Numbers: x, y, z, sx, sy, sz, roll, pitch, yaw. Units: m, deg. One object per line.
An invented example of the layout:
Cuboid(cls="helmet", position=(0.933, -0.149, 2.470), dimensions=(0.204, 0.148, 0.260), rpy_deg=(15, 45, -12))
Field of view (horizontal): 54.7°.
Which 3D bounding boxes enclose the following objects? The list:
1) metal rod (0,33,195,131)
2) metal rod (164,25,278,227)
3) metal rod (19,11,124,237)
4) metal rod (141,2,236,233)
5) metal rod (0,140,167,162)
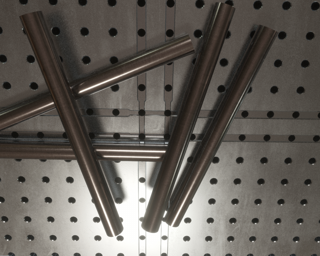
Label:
Cuboid(cls="metal rod", position=(-0.102, -0.050, 0.393), dimensions=(0.301, 0.025, 0.025), rpy_deg=(-21, 109, 7))
Cuboid(cls="metal rod", position=(0.074, 0.011, 0.418), dimensions=(0.025, 0.025, 0.298), rpy_deg=(21, 109, -8))
Cuboid(cls="metal rod", position=(-0.102, 0.011, 0.387), dimensions=(0.025, 0.025, 0.298), rpy_deg=(-14, 110, 5))
Cuboid(cls="metal rod", position=(0.031, -0.004, 0.391), dimensions=(0.025, 0.025, 0.298), rpy_deg=(17, 101, -7))
Cuboid(cls="metal rod", position=(-0.124, 0.031, 0.423), dimensions=(0.302, 0.025, 0.025), rpy_deg=(1, 110, -1))
